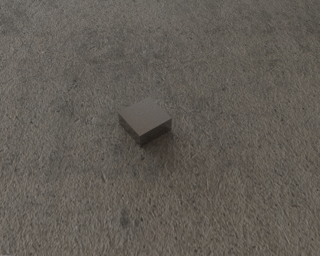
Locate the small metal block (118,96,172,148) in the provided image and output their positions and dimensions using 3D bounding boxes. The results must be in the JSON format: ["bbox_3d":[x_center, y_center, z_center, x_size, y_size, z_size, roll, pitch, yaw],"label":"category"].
[{"bbox_3d":[-0.020,-0.009,0.412,0.050,0.025,0.050,-30,56,-23],"label":"small metal block"}]
